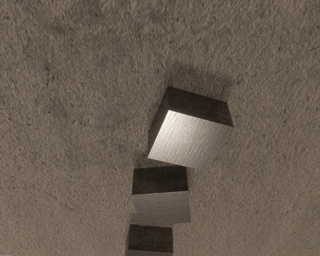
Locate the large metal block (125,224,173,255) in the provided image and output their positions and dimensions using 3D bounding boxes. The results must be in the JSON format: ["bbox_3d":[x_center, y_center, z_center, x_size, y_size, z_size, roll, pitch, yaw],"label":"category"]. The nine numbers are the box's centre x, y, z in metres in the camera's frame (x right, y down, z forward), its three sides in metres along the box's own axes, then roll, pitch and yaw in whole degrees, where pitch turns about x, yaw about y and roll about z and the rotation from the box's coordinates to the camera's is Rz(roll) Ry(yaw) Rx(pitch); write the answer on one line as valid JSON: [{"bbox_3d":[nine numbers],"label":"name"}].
[{"bbox_3d":[-0.023,0.229,0.586,0.081,0.050,0.079,7,130,-7],"label":"large metal block"}]

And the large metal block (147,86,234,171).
[{"bbox_3d":[0.035,0.002,0.394,0.081,0.050,0.079,14,129,-12],"label":"large metal block"}]

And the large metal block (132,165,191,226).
[{"bbox_3d":[0.004,0.105,0.481,0.080,0.050,0.080,-5,130,4],"label":"large metal block"}]
